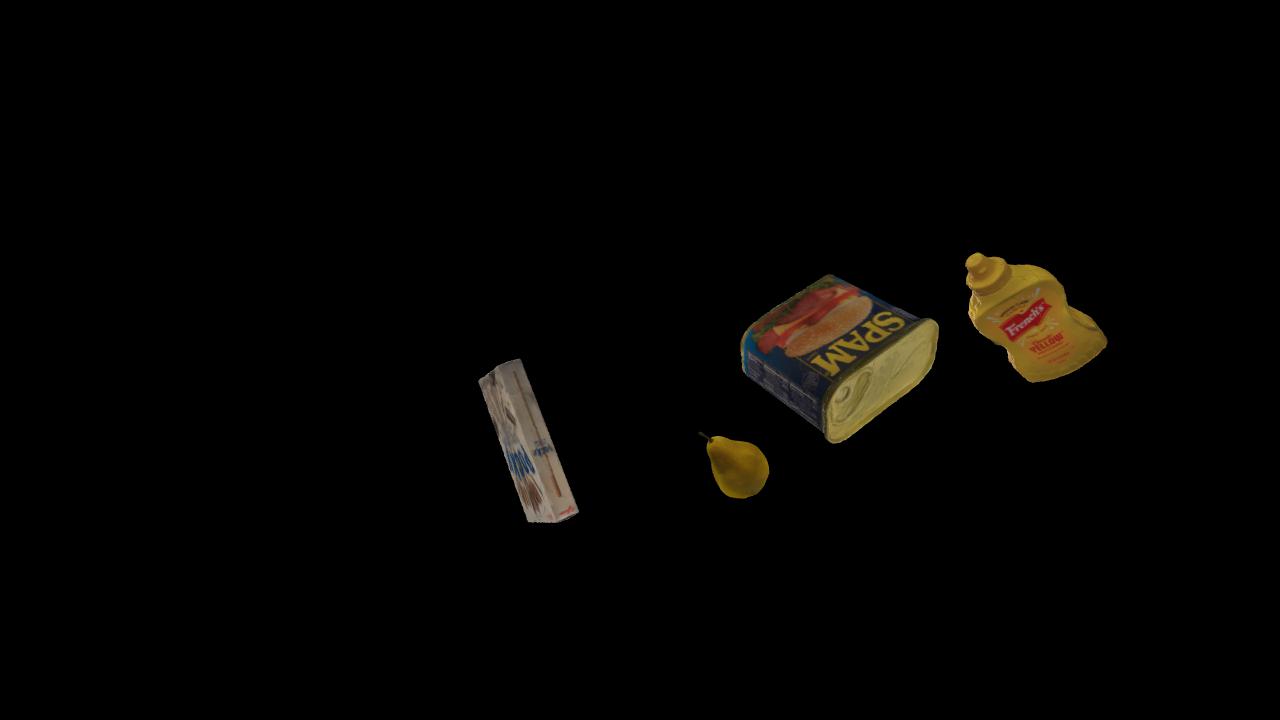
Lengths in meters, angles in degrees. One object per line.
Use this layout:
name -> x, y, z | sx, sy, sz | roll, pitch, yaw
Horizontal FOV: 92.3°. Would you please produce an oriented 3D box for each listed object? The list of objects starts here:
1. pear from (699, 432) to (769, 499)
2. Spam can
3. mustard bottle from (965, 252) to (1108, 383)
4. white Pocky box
pear -> 0.118, 0.128, 0.797 | 0.080, 0.080, 0.111 | 0, -37, 45
Spam can -> 0.132, -0.005, 0.419 | 0.101, 0.058, 0.085 | -31, 44, -18
mustard bottle -> 0.412, -0.054, 0.665 | 0.184, 0.054, 0.092 | 37, -47, -20
white Pocky box -> -0.110, 0.080, 0.593 | 0.028, 0.154, 0.084 | -19, -3, -31
